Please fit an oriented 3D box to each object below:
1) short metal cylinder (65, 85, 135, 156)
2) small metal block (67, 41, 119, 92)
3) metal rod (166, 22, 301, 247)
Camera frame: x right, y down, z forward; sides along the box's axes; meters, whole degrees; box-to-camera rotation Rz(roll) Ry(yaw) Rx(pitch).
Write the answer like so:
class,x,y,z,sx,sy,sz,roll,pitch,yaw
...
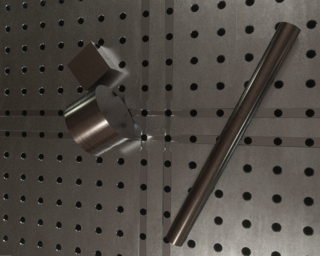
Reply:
class,x,y,z,sx,sy,sz,roll,pitch,yaw
short metal cylinder,-0.078,-0.010,0.410,0.050,0.080,0.080,-30,81,17
small metal block,-0.096,-0.086,0.445,0.050,0.025,0.050,-39,78,15
metal rod,0.085,0.015,0.382,0.025,0.025,0.298,29,99,17
